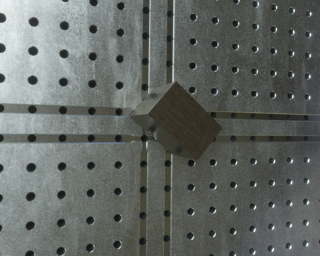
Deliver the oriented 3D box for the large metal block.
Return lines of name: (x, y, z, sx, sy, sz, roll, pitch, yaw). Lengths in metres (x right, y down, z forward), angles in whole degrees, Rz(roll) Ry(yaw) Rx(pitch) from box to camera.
large metal block: (0.017, -0.008, 0.389, 0.080, 0.080, 0.050, 43, 77, -15)
